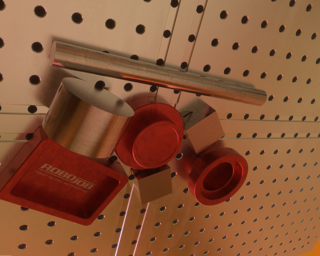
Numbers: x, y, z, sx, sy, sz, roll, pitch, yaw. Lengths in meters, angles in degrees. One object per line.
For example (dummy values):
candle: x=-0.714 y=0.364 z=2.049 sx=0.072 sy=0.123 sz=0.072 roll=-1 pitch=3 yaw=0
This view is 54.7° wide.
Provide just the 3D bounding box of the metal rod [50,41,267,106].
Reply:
metal rod: x=0.022 y=-0.060 z=0.385 sx=0.302 sy=0.025 sz=0.025 roll=6 pitch=115 yaw=-31

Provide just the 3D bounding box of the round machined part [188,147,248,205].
round machined part: x=0.087 y=0.071 z=0.492 sx=0.099 sy=0.042 sz=0.097 roll=-14 pitch=124 yaw=-21

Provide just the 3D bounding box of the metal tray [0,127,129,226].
metal tray: x=-0.115 y=0.065 z=0.384 sx=0.090 sy=0.030 sz=0.130 roll=-49 pitch=129 yaw=7

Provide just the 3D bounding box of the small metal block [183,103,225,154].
small metal block: x=0.060 y=0.001 z=0.445 sx=0.050 sy=0.025 sz=0.050 roll=-33 pitch=129 yaw=-7

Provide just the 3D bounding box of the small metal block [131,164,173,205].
small metal block: x=-0.011 y=0.078 z=0.454 sx=0.050 sy=0.025 sz=0.050 roll=-18 pitch=126 yaw=-18

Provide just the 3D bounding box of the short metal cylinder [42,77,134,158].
short metal cylinder: x=-0.075 y=-0.012 z=0.327 sx=0.080 sy=0.080 sz=0.050 roll=19 pitch=108 yaw=-36

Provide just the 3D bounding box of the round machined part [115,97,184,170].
round machined part: x=-0.011 y=0.013 z=0.401 sx=0.099 sy=0.042 sz=0.097 roll=-13 pitch=121 yaw=-22
